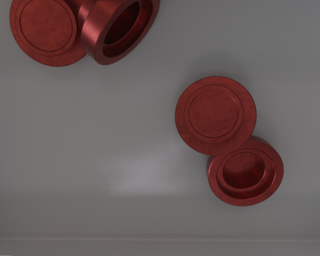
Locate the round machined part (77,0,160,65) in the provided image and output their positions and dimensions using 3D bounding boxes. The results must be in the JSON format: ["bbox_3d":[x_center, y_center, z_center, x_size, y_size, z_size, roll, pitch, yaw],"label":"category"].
[{"bbox_3d":[-0.048,-0.119,0.332,0.042,0.098,0.098,43,106,8],"label":"round machined part"}]

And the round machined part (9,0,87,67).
[{"bbox_3d":[-0.124,-0.119,0.357,0.099,0.042,0.097,0,110,0],"label":"round machined part"}]

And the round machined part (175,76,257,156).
[{"bbox_3d":[0.066,-0.015,0.375,0.098,0.042,0.097,-1,85,14],"label":"round machined part"}]

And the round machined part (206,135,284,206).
[{"bbox_3d":[0.112,0.054,0.423,0.099,0.042,0.097,0,110,0],"label":"round machined part"}]
